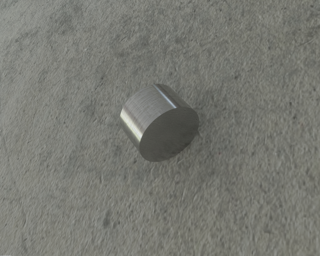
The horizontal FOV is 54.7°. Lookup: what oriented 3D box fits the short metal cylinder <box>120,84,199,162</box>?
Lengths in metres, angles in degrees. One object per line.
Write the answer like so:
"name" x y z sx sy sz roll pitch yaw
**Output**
"short metal cylinder" -0.001 -0.006 0.371 0.080 0.080 0.050 -41 51 0
